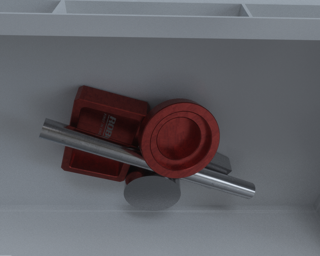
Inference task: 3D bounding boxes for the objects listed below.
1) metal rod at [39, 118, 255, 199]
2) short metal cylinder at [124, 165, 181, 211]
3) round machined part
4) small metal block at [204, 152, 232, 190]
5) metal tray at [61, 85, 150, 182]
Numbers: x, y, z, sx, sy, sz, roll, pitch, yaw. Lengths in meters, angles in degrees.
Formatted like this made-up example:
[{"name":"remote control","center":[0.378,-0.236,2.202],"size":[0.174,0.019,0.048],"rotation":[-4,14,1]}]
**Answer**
[{"name":"metal rod","center":[-0.002,0.046,0.409],"size":[0.302,0.025,0.025],"rotation":[19,128,-19]},{"name":"short metal cylinder","center":[-0.011,0.078,0.456],"size":[0.081,0.050,0.079],"rotation":[0,130,0]},{"name":"round machined part","center":[0.021,0.010,0.389],"size":[0.099,0.042,0.097],"rotation":[-4,109,-13]},{"name":"small metal block","center":[0.069,0.060,0.459],"size":[0.050,0.025,0.050],"rotation":[25,126,-20]},{"name":"metal tray","center":[-0.075,0.013,0.413],"size":[0.091,0.030,0.129],"rotation":[14,129,-13]}]
